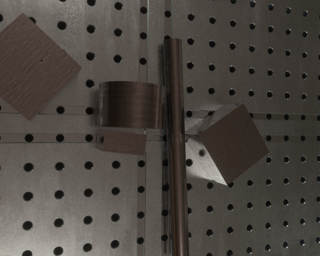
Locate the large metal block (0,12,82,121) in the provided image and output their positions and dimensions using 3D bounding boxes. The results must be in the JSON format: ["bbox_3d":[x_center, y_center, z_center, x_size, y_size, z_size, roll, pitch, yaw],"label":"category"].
[{"bbox_3d":[-0.148,-0.064,0.345,0.080,0.050,0.080,44,76,-15],"label":"large metal block"}]

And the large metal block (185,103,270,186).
[{"bbox_3d":[0.092,0.021,0.435,0.080,0.050,0.080,-34,101,-17],"label":"large metal block"}]

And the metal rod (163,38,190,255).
[{"bbox_3d":[0.022,0.031,0.422,0.025,0.025,0.298,-3,91,-20],"label":"metal rod"}]

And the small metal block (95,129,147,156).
[{"bbox_3d":[-0.049,0.017,0.382,0.050,0.050,0.025,8,87,-20],"label":"small metal block"}]

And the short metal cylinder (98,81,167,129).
[{"bbox_3d":[-0.033,-0.025,0.372,0.081,0.080,0.050,3,89,-20],"label":"short metal cylinder"}]
